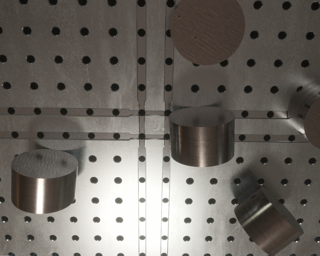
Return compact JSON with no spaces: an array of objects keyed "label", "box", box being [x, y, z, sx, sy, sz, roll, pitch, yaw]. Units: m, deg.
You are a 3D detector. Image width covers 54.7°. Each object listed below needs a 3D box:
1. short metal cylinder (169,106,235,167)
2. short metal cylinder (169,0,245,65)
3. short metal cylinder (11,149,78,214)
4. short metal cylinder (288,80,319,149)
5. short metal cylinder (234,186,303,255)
[{"label":"short metal cylinder","box":[0.052,0.008,0.388,0.081,0.080,0.050,-4,110,1]},{"label":"short metal cylinder","box":[0.052,-0.116,0.358,0.081,0.050,0.079,0,110,-1]},{"label":"short metal cylinder","box":[-0.151,0.067,0.407,0.081,0.080,0.050,9,110,-4]},{"label":"short metal cylinder","box":[0.214,-0.017,0.397,0.081,0.050,0.079,0,110,-1]},{"label":"short metal cylinder","box":[0.151,0.129,0.434,0.080,0.080,0.050,41,105,-14]}]
